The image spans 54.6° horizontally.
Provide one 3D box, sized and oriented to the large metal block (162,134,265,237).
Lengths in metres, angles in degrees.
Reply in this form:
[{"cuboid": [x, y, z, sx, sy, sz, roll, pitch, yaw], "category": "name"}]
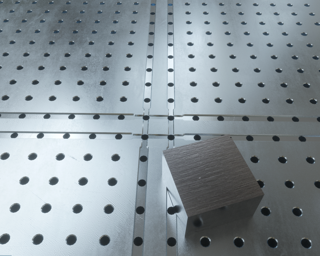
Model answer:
[{"cuboid": [0.053, 0.061, 0.341, 0.081, 0.050, 0.080, -13, 51, -11], "category": "large metal block"}]
